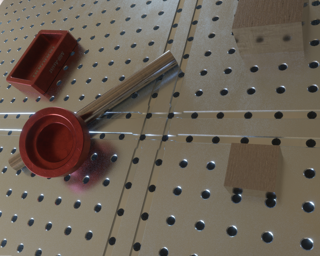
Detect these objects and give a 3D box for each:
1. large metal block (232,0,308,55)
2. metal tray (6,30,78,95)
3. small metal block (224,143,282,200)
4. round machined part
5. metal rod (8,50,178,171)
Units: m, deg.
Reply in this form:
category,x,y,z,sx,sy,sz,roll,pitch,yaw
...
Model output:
category,x,y,z,sx,sy,sz,roll,pitch,yaw
large metal block,0.146,-0.146,0.404,0.080,0.050,0.080,3,63,29
metal tray,-0.229,-0.131,0.602,0.090,0.030,0.130,13,68,33
small metal block,0.099,0.045,0.328,0.050,0.025,0.050,2,63,29
round machined part,-0.145,0.021,0.443,0.098,0.042,0.097,-2,82,12
metal rod,-0.105,-0.024,0.476,0.300,0.025,0.025,-33,52,6
